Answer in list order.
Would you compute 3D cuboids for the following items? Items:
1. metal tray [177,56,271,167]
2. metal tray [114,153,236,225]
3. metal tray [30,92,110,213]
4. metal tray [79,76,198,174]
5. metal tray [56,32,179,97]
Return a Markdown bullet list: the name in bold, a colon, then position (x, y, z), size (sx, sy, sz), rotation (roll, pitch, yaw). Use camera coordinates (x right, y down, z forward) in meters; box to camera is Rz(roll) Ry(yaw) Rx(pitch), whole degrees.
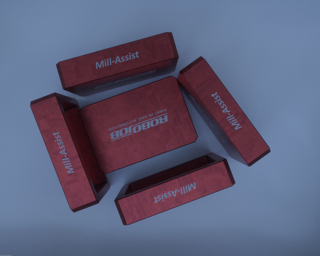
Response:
- **metal tray**: position (0.072, -0.019, 0.378), size (0.030, 0.090, 0.130), rotation (-36, 90, 1)
- **metal tray**: position (0.016, 0.069, 0.377), size (0.131, 0.090, 0.030), rotation (-20, 90, -1)
- **metal tray**: position (-0.104, 0.026, 0.375), size (0.030, 0.090, 0.129), rotation (-21, 90, 0)
- **metal tray**: position (-0.027, -0.004, 0.406), size (0.131, 0.030, 0.090), rotation (-20, 90, -1)
- **metal tray**: position (-0.046, -0.073, 0.376), size (0.131, 0.090, 0.030), rotation (-16, 90, -1)
